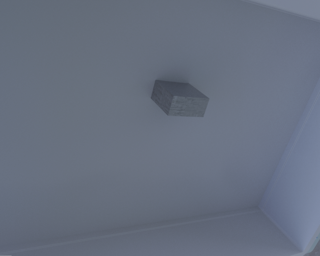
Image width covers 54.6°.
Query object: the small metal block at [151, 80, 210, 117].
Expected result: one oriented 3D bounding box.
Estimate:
[{"bbox_3d":[0.024,-0.036,0.382,0.050,0.050,0.025,1,118,-29],"label":"small metal block"}]
